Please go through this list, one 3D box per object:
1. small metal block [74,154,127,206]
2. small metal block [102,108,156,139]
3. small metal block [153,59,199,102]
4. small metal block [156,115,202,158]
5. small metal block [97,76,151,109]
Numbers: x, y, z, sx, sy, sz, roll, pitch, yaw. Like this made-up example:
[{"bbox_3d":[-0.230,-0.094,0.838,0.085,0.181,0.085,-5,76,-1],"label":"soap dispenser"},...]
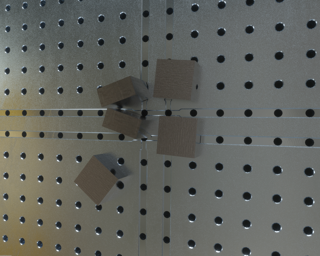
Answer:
[{"bbox_3d":[-0.085,0.073,0.441,0.050,0.025,0.050,41,103,15],"label":"small metal block"},{"bbox_3d":[-0.040,-0.006,0.412,0.050,0.050,0.025,20,97,18],"label":"small metal block"},{"bbox_3d":[0.021,-0.062,0.404,0.050,0.025,0.050,7,92,19],"label":"small metal block"},{"bbox_3d":[0.025,0.011,0.403,0.050,0.025,0.050,5,92,19],"label":"small metal block"},{"bbox_3d":[-0.047,-0.046,0.415,0.050,0.050,0.025,-18,84,19],"label":"small metal block"}]
